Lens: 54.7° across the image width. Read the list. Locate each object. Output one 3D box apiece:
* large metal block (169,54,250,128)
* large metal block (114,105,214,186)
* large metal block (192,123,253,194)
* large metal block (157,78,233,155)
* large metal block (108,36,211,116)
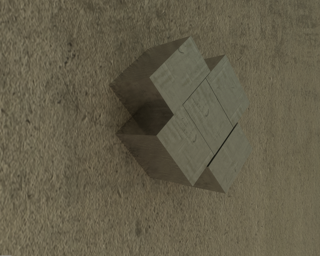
[{"bbox_3d":[0.063,-0.047,0.426,0.050,0.080,0.080,-50,120,-28],"label":"large metal block"},{"bbox_3d":[0.005,0.020,0.377,0.050,0.080,0.080,-50,120,-28],"label":"large metal block"},{"bbox_3d":[0.067,0.038,0.430,0.080,0.080,0.050,-50,120,-29],"label":"large metal block"},{"bbox_3d":[0.034,-0.013,0.402,0.050,0.080,0.080,-50,120,-28],"label":"large metal block"},{"bbox_3d":[-0.001,-0.060,0.372,0.080,0.080,0.050,-50,120,-29],"label":"large metal block"}]
